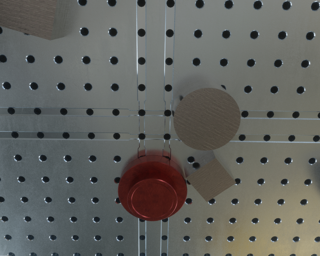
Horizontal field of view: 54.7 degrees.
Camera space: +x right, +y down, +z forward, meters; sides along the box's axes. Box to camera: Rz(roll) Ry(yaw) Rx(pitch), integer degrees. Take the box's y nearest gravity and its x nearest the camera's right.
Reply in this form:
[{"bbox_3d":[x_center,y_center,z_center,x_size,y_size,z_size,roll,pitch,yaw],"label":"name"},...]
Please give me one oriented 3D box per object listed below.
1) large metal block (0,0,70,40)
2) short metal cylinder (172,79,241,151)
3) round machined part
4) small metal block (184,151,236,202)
[{"bbox_3d":[-0.147,-0.150,0.343,0.081,0.050,0.079,15,109,-6],"label":"large metal block"},{"bbox_3d":[0.056,-0.018,0.394,0.081,0.050,0.079,0,110,-1],"label":"short metal cylinder"},{"bbox_3d":[-0.010,0.091,0.438,0.099,0.042,0.097,0,110,-1],"label":"round machined part"},{"bbox_3d":[0.071,0.068,0.440,0.050,0.025,0.050,-37,107,12],"label":"small metal block"}]
